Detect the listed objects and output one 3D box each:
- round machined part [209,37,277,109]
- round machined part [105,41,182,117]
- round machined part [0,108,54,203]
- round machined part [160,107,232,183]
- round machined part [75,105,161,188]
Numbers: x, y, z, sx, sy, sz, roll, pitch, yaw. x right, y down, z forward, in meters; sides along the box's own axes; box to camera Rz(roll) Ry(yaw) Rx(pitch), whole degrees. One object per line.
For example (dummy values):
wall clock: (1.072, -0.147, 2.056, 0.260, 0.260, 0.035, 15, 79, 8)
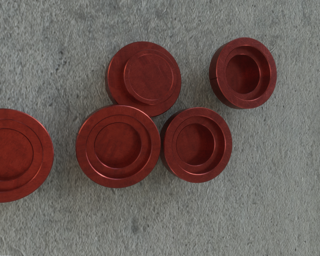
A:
round machined part: (0.113, -0.075, 0.441, 0.099, 0.042, 0.097, 0, 90, -20)
round machined part: (-0.017, -0.062, 0.393, 0.099, 0.042, 0.097, 0, 90, -20)
round machined part: (-0.168, 0.028, 0.338, 0.099, 0.042, 0.097, 0, 90, -20)
round machined part: (0.044, 0.022, 0.416, 0.099, 0.042, 0.097, 0, 90, -20)
round machined part: (-0.052, 0.020, 0.376, 0.099, 0.042, 0.097, -2, 98, -17)
